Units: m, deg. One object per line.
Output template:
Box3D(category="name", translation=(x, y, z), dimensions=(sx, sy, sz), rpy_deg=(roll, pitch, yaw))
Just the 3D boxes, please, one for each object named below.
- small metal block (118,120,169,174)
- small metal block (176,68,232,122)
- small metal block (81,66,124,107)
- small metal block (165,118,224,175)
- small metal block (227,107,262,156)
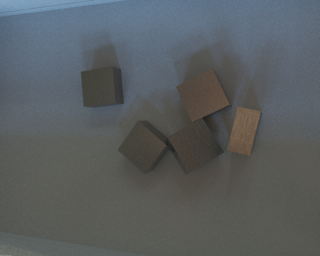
Box3D(category="small metal block", translation=(-0.020, 0.025, 0.415), dimensions=(0.050, 0.025, 0.050), rpy_deg=(40, 106, 15))
Box3D(category="small metal block", translation=(0.056, -0.040, 0.390), dimensions=(0.050, 0.025, 0.050), rpy_deg=(-26, 81, 17))
Box3D(category="small metal block", translation=(-0.081, -0.057, 0.438), dimensions=(0.050, 0.025, 0.050), rpy_deg=(-5, 88, 19))
Box3D(category="small metal block", translation=(0.042, 0.023, 0.384), dimensions=(0.050, 0.025, 0.050), rpy_deg=(-29, 80, -12))
Box3D(category="small metal block", translation=(0.100, 0.003, 0.362), dimensions=(0.025, 0.050, 0.050), rpy_deg=(14, 95, 19))
